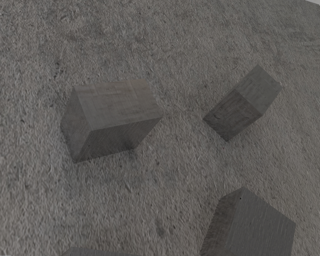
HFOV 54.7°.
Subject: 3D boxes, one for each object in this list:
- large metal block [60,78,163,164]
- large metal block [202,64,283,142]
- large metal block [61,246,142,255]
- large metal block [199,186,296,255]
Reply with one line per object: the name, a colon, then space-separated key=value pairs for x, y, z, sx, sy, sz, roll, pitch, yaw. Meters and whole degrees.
large metal block: x=-0.057 y=-0.007 z=0.342 sx=0.081 sy=0.080 sz=0.050 roll=-12 pitch=68 yaw=-33
large metal block: x=0.121 y=-0.036 z=0.455 sx=0.050 sy=0.080 sz=0.080 roll=45 pitch=51 yaw=3
large metal block: x=-0.049 y=0.154 z=0.267 sx=0.081 sy=0.050 sz=0.080 roll=16 pitch=55 yaw=-19
large metal block: x=0.105 y=0.130 z=0.364 sx=0.080 sy=0.050 sz=0.080 roll=36 pitch=51 yaw=-5
